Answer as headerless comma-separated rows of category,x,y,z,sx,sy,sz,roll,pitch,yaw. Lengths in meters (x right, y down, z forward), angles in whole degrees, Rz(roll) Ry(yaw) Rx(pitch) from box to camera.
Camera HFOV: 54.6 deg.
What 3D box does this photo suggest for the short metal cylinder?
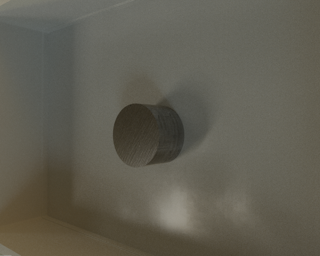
short metal cylinder,-0.015,0.009,0.404,0.080,0.050,0.080,0,90,40
